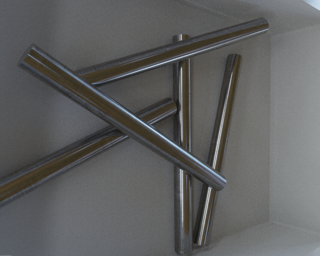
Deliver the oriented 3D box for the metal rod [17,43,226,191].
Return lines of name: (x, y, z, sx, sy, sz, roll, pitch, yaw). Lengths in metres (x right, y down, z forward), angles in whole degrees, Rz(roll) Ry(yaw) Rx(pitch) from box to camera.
metal rod: (-0.017, 0.007, 0.357, 0.301, 0.025, 0.025, 35, 68, -34)

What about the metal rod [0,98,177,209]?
metal rod: (-0.093, 0.030, 0.328, 0.302, 0.025, 0.025, -29, 109, -36)

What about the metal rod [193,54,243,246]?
metal rod: (0.092, 0.027, 0.482, 0.025, 0.025, 0.299, 21, 77, -38)

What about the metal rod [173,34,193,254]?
metal rod: (0.032, 0.022, 0.432, 0.025, 0.025, 0.298, -1, 91, -40)

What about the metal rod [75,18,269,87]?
metal rod: (0.033, -0.103, 0.403, 0.302, 0.025, 0.025, -24, 105, -28)
